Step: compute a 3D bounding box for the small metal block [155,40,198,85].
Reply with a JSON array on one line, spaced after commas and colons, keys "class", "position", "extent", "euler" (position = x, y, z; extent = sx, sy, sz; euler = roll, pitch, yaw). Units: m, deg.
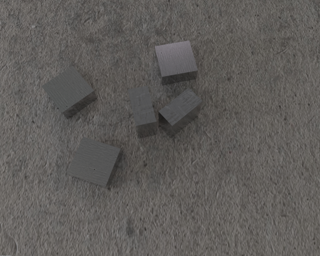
[{"class": "small metal block", "position": [0.022, -0.093, 0.442], "extent": [0.050, 0.025, 0.050], "euler": [-11, 70, -4]}]

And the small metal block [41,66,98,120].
[{"class": "small metal block", "position": [-0.123, -0.049, 0.425], "extent": [0.050, 0.025, 0.050], "euler": [-38, 75, -13]}]

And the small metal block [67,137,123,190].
[{"class": "small metal block", "position": [-0.081, 0.045, 0.391], "extent": [0.050, 0.025, 0.050], "euler": [17, 71, 6]}]

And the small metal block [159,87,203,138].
[{"class": "small metal block", "position": [0.026, -0.018, 0.401], "extent": [0.050, 0.050, 0.025], "euler": [-39, 75, -13]}]

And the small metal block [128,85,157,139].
[{"class": "small metal block", "position": [-0.022, -0.019, 0.402], "extent": [0.025, 0.050, 0.050], "euler": [-12, 71, -4]}]
